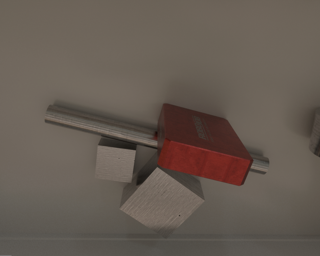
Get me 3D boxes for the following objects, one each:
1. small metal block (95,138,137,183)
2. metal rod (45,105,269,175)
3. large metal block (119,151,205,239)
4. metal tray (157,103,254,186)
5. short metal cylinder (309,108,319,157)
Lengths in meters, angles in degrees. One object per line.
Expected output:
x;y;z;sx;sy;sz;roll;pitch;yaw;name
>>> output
-0.060;0.045;0.427;0.050;0.025;0.050;8;110;-4;small metal block
0.001;0.017;0.417;0.302;0.025;0.025;14;110;-6;metal rod
0.003;0.093;0.432;0.080;0.050;0.080;37;106;-13;large metal block
0.044;0.013;0.361;0.091;0.130;0.030;14;110;-6;metal tray
0.235;0.008;0.388;0.081;0.080;0.050;1;110;-1;short metal cylinder
